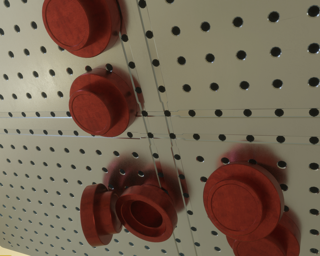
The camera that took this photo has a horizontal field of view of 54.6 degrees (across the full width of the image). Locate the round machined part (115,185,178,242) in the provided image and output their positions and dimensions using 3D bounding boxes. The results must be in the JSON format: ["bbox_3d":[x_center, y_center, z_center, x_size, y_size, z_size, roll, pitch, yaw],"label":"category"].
[{"bbox_3d":[-0.017,0.129,0.490,0.098,0.042,0.097,13,124,20],"label":"round machined part"}]

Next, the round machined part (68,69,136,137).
[{"bbox_3d":[-0.086,-0.029,0.428,0.098,0.042,0.097,13,124,21],"label":"round machined part"}]

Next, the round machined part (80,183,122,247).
[{"bbox_3d":[-0.090,0.138,0.504,0.042,0.098,0.098,-11,115,7],"label":"round machined part"}]

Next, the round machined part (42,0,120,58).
[{"bbox_3d":[-0.101,-0.132,0.373,0.098,0.042,0.097,13,124,21],"label":"round machined part"}]

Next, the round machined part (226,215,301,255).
[{"bbox_3d":[0.138,0.158,0.425,0.098,0.042,0.097,13,124,21],"label":"round machined part"}]

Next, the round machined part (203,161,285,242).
[{"bbox_3d":[0.098,0.092,0.382,0.098,0.042,0.097,3,95,32],"label":"round machined part"}]
